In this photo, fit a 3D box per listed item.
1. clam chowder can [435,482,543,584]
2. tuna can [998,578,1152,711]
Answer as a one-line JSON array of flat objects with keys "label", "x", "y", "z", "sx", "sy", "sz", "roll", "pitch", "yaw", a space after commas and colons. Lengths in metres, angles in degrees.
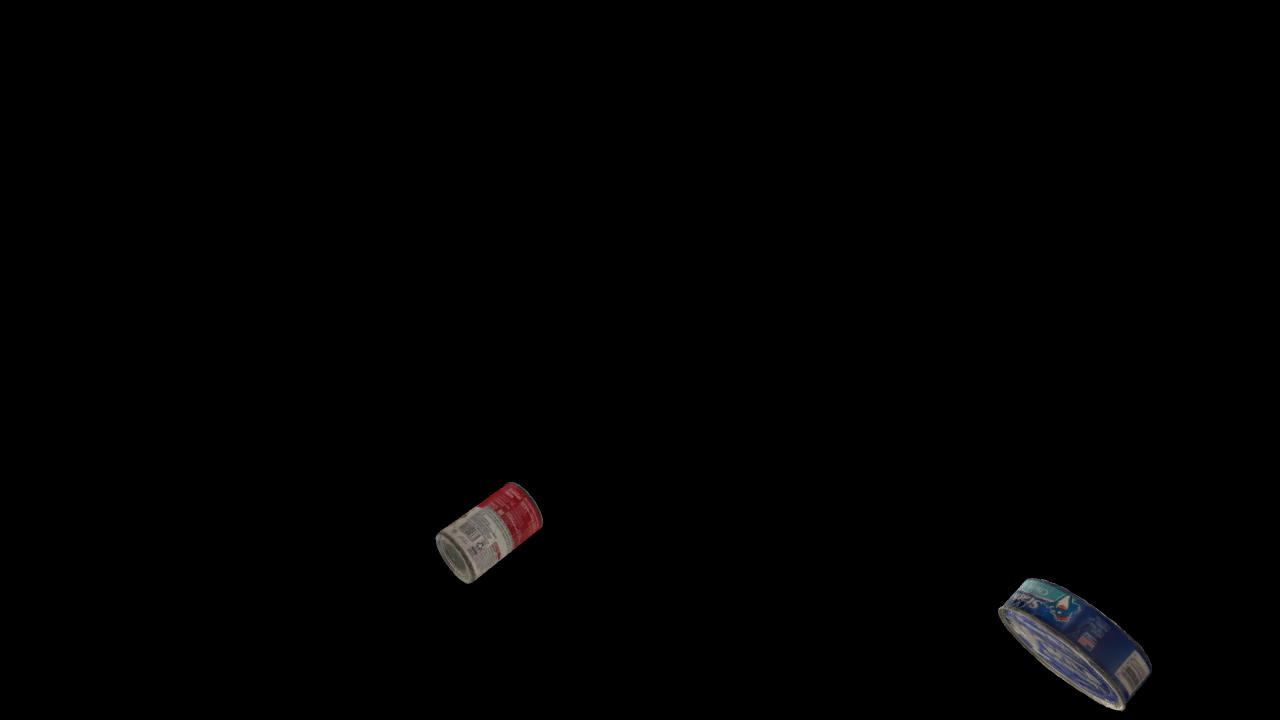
[{"label": "clam chowder can", "x": -0.171, "y": 0.195, "z": 0.701, "sx": 0.068, "sy": 0.068, "sz": 0.102, "roll": 0, "pitch": 25, "yaw": 45}, {"label": "tuna can", "x": 0.295, "y": 0.191, "z": 0.420, "sx": 0.034, "sy": 0.084, "sz": 0.084, "roll": -42, "pitch": 7, "yaw": -8}]
